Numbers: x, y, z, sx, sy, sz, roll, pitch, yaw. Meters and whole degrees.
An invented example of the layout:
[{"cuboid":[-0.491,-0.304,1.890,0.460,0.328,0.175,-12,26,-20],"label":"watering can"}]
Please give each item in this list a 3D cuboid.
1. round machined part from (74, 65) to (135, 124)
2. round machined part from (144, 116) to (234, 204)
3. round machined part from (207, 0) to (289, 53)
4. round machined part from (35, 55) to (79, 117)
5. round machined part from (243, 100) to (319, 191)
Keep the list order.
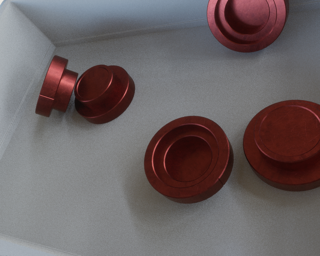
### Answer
[{"cuboid":[-0.092,-0.058,0.477,0.098,0.042,0.098,-13,56,20],"label":"round machined part"},{"cuboid":[0.035,0.038,0.352,0.098,0.042,0.098,-13,56,20],"label":"round machined part"},{"cuboid":[0.114,-0.151,0.398,0.098,0.097,0.042,4,38,30],"label":"round machined part"},{"cuboid":[-0.161,-0.063,0.494,0.098,0.042,0.097,-161,89,-73],"label":"round machined part"},{"cuboid":[0.135,0.011,0.317,0.098,0.042,0.098,-13,56,20],"label":"round machined part"}]
